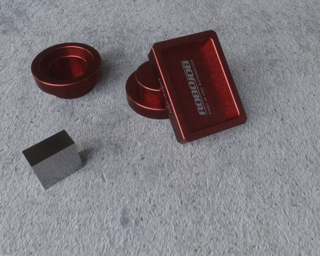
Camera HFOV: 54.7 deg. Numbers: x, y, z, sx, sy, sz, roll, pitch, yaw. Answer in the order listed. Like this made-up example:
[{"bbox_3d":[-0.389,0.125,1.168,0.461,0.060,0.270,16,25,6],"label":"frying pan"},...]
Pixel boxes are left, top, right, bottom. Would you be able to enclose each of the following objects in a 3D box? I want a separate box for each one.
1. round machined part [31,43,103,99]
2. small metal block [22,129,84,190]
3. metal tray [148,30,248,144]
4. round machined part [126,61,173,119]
[{"bbox_3d":[-0.134,-0.081,0.458,0.099,0.042,0.098,0,50,0],"label":"round machined part"},{"bbox_3d":[-0.121,0.037,0.355,0.050,0.050,0.025,-31,57,-24],"label":"small metal block"},{"bbox_3d":[0.048,-0.054,0.401,0.091,0.030,0.129,-18,86,-15],"label":"metal tray"},{"bbox_3d":[0.000,-0.062,0.445,0.099,0.042,0.098,0,50,0],"label":"round machined part"}]
